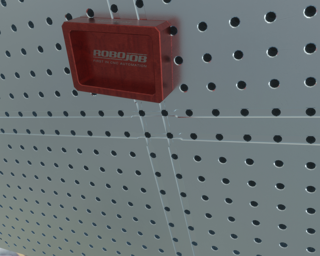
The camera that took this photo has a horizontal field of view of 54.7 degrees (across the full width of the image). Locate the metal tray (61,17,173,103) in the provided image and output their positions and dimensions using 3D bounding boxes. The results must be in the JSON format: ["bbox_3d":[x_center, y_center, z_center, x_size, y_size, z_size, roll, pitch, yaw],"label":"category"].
[{"bbox_3d":[-0.052,-0.085,0.380,0.130,0.030,0.089,10,123,22],"label":"metal tray"}]
